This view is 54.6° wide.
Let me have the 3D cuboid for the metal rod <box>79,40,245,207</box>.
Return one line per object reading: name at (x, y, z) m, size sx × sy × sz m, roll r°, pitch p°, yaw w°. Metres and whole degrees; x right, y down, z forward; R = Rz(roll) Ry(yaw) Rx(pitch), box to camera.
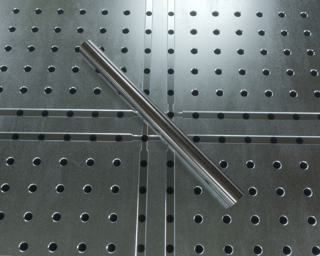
metal rod at (-0.006, -0.015, 0.418) m, size 0.025 × 0.025 × 0.300 m, roll -41°, pitch 75°, yaw -13°
